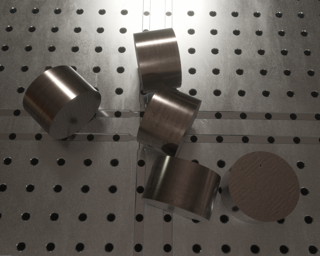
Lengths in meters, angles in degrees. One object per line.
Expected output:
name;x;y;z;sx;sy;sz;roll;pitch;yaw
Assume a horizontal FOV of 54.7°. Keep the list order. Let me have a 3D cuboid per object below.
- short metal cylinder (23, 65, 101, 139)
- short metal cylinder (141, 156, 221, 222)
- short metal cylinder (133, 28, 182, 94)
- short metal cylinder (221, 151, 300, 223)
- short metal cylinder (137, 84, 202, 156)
short metal cylinder;-0.122;-0.032;0.393;0.050;0.080;0.080;42;75;13
short metal cylinder;0.025;0.071;0.357;0.080;0.080;0.050;18;71;6
short metal cylinder;-0.004;-0.090;0.415;0.050;0.080;0.080;-10;71;-4
short metal cylinder;0.118;0.073;0.373;0.081;0.050;0.080;0;70;0
short metal cylinder;0.012;-0.008;0.386;0.050;0.080;0.080;25;72;8
